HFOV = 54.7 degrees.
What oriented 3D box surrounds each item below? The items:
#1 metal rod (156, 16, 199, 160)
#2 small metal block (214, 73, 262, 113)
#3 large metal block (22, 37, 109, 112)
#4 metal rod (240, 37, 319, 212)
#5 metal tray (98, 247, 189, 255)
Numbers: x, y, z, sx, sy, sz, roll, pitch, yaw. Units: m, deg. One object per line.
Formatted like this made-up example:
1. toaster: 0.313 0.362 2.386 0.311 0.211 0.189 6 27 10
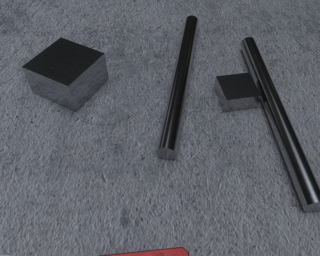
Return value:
1. metal rod: 0.033 -0.082 0.471 0.025 0.025 0.300 8 50 6
2. small metal block: 0.111 -0.052 0.448 0.050 0.025 0.050 -8 51 -7
3. large metal block: -0.134 -0.079 0.452 0.080 0.050 0.080 23 54 18
4. metal rod: 0.158 -0.029 0.429 0.025 0.025 0.300 -2 50 -3
5. metal tray: -0.013 0.172 0.254 0.091 0.030 0.130 -4 50 -4
